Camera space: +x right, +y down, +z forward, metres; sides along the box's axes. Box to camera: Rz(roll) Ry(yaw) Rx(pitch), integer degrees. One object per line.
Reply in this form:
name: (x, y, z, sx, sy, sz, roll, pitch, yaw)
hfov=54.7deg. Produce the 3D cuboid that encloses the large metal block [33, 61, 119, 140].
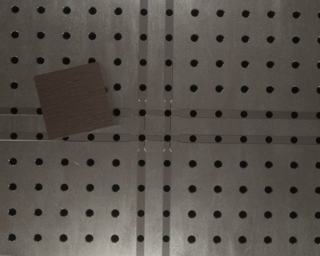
large metal block: (-0.105, -0.033, 0.400, 0.080, 0.050, 0.080, -13, 90, -1)
